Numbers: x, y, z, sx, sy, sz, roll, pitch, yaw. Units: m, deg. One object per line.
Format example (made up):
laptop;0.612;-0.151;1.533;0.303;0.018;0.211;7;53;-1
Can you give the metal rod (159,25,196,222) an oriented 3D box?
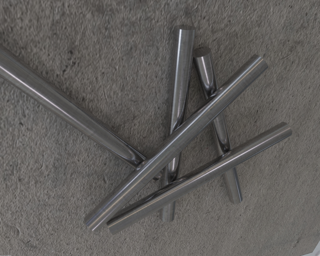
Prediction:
metal rod;0.020;0.015;0.426;0.025;0.025;0.298;-10;123;-23

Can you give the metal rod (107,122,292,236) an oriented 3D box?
metal rod;0.063;0.067;0.448;0.302;0.025;0.025;-27;128;-12

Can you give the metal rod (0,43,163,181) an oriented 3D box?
metal rod;-0.092;-0.013;0.348;0.025;0.025;0.300;-45;129;3

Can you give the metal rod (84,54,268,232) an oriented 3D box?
metal rod;0.019;0.020;0.395;0.300;0.025;0.025;-44;129;2

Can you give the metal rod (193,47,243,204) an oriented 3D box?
metal rod;0.093;0.017;0.468;0.025;0.025;0.299;-29;129;-10
